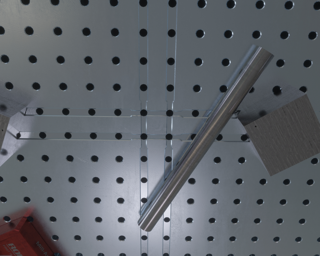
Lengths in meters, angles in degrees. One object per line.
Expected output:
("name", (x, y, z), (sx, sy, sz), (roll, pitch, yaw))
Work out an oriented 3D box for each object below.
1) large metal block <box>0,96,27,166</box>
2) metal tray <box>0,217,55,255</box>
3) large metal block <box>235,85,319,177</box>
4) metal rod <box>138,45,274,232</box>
("large metal block", (-0.231, -0.002, 0.397), (0.080, 0.050, 0.079), (22, 109, -8))
("metal tray", (-0.219, 0.212, 0.486), (0.090, 0.030, 0.130), (-24, 109, 8))
("large metal block", (0.156, 0.003, 0.402), (0.080, 0.050, 0.080), (-29, 108, 10))
("metal rod", (0.053, 0.026, 0.423), (0.025, 0.025, 0.298), (29, 107, -10))
